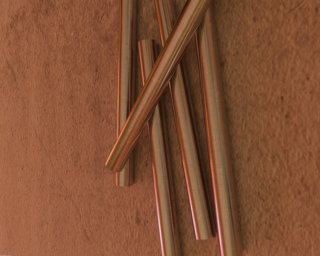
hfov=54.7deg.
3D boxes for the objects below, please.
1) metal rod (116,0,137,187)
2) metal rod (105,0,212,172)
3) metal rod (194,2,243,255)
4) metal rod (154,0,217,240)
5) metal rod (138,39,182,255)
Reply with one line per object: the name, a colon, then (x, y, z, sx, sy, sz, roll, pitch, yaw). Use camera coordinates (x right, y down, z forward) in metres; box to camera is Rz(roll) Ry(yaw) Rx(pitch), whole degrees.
metal rod: (-0.048, -0.068, 0.441, 0.025, 0.025, 0.298, 2, 91, 39)
metal rod: (0.005, -0.070, 0.365, 0.025, 0.025, 0.298, 43, 115, 31)
metal rod: (0.063, -0.009, 0.351, 0.025, 0.025, 0.298, -10, 84, 39)
metal rod: (0.029, -0.020, 0.379, 0.025, 0.025, 0.298, -16, 80, 38)
metal rod: (0.000, 0.033, 0.403, 0.025, 0.025, 0.298, -11, 83, 39)
